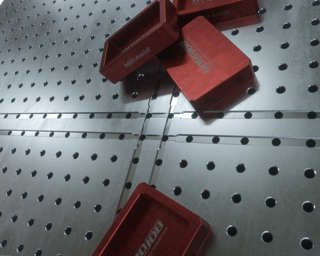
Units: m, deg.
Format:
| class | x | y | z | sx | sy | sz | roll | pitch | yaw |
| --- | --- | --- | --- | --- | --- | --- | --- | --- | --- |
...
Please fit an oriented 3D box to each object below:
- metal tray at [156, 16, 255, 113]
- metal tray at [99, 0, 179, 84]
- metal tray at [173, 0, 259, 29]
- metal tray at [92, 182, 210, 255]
| class | x | y | z | sx | sy | sz | roll | pitch | yaw |
| --- | --- | --- | --- | --- | --- | --- | --- | --- | --- |
| metal tray | 0.056 | -0.093 | 0.431 | 0.090 | 0.030 | 0.130 | -35 | 52 | 5 |
| metal tray | -0.034 | -0.134 | 0.472 | 0.130 | 0.030 | 0.090 | -29 | 41 | 28 |
| metal tray | 0.086 | -0.209 | 0.486 | 0.130 | 0.030 | 0.090 | -5 | 59 | 25 |
| metal tray | -0.018 | 0.135 | 0.330 | 0.090 | 0.030 | 0.130 | 25 | 75 | 36 |
